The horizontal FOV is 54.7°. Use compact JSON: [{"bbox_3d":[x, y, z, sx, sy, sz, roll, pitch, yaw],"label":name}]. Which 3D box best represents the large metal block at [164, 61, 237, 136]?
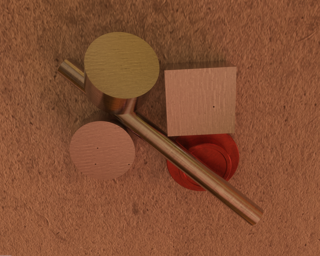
[{"bbox_3d":[0.047,-0.038,0.382,0.080,0.050,0.079,-3,110,1],"label":"large metal block"}]

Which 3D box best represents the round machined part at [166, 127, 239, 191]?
[{"bbox_3d":[0.058,0.044,0.418,0.099,0.042,0.097,0,110,0],"label":"round machined part"}]

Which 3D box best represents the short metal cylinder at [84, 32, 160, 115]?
[{"bbox_3d":[-0.046,-0.061,0.355,0.081,0.050,0.080,4,72,-13],"label":"short metal cylinder"}]

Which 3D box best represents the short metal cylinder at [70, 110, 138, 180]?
[{"bbox_3d":[-0.071,0.020,0.405,0.081,0.050,0.079,0,110,0],"label":"short metal cylinder"}]

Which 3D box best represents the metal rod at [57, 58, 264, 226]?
[{"bbox_3d":[0.000,0.016,0.381,0.300,0.025,0.025,38,106,0],"label":"metal rod"}]
